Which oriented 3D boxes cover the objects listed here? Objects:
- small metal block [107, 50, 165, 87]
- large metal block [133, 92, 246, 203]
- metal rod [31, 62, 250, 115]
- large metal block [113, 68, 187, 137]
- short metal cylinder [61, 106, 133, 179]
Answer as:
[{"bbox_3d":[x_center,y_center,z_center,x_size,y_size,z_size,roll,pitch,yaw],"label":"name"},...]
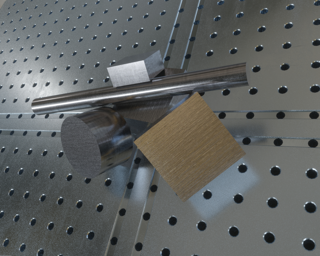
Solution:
[{"bbox_3d":[-0.029,-0.074,0.385,0.050,0.025,0.050,-6,24,25],"label":"small metal block"},{"bbox_3d":[0.030,0.018,0.334,0.080,0.050,0.080,-39,95,2],"label":"large metal block"},{"bbox_3d":[-0.043,-0.044,0.389,0.300,0.025,0.025,-5,59,25],"label":"metal rod"},{"bbox_3d":[-0.007,-0.033,0.411,0.080,0.050,0.080,12,67,33],"label":"large metal block"},{"bbox_3d":[-0.081,0.017,0.392,0.080,0.079,0.050,21,30,36],"label":"short metal cylinder"}]
